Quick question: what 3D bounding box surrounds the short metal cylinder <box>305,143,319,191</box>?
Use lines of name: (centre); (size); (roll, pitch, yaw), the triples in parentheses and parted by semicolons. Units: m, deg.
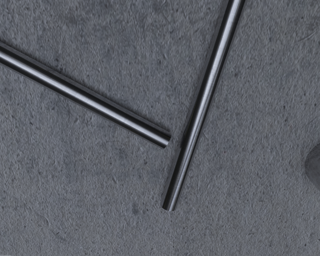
short metal cylinder: (0.248, 0.059, 0.421); (0.081, 0.050, 0.079); (0, 110, 0)

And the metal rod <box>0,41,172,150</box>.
metal rod: (-0.121, -0.052, 0.389); (0.301, 0.025, 0.025); (28, 108, -10)

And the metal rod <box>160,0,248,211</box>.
metal rod: (0.051, -0.021, 0.402); (0.025, 0.025, 0.298); (14, 109, -5)
